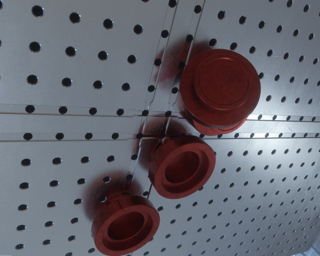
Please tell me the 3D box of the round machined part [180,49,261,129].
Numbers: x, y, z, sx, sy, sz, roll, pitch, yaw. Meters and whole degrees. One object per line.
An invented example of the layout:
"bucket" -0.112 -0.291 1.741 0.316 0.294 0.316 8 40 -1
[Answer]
"round machined part" 0.073 -0.050 0.374 0.098 0.098 0.042 -35 173 -6

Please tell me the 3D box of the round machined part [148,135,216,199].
"round machined part" 0.028 0.052 0.449 0.099 0.042 0.097 -14 125 -21

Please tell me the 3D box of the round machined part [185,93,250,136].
"round machined part" 0.087 -0.030 0.431 0.099 0.042 0.097 -14 125 -21

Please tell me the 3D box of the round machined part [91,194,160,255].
"round machined part" -0.053 0.138 0.458 0.099 0.042 0.097 -14 125 -21
